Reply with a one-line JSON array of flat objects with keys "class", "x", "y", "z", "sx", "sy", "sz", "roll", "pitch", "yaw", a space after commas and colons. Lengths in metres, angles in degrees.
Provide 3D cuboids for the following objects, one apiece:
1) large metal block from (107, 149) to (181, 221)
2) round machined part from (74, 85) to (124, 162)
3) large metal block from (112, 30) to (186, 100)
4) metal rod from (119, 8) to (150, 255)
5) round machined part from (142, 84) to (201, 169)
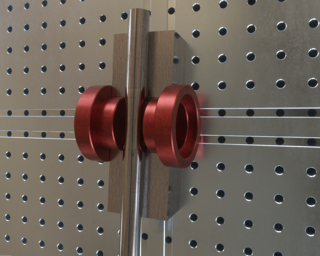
[{"class": "large metal block", "x": -0.019, "y": 0.069, "z": 0.405, "sx": 0.080, "sy": 0.050, "sz": 0.079, "roll": 3, "pitch": 91, "yaw": 20}, {"class": "round machined part", "x": -0.062, "y": -0.006, "z": 0.395, "sx": 0.042, "sy": 0.098, "sz": 0.097, "roll": 2, "pitch": 91, "yaw": 20}, {"class": "large metal block", "x": -0.014, "y": -0.078, "z": 0.404, "sx": 0.080, "sy": 0.050, "sz": 0.079, "roll": 2, "pitch": 91, "yaw": 20}, {"class": "metal rod", "x": -0.031, "y": 0.011, "z": 0.370, "sx": 0.025, "sy": 0.025, "sz": 0.298, "roll": 3, "pitch": 91, "yaw": 20}, {"class": "round machined part", "x": 0.013, "y": -0.002, "z": 0.369, "sx": 0.042, "sy": 0.098, "sz": 0.097, "roll": 2, "pitch": 91, "yaw": 25}]
